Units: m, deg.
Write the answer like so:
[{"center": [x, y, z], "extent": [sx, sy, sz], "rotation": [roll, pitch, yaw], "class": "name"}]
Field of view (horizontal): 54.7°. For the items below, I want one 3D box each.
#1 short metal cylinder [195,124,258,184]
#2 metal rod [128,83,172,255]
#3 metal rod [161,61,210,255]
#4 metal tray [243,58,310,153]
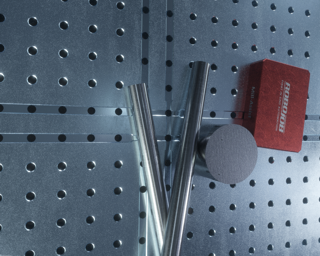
[{"center": [0.087, 0.034, 0.431], "extent": [0.081, 0.050, 0.079], "rotation": [0, 90, -20], "class": "short metal cylinder"}, {"center": [-0.003, 0.090, 0.411], "extent": [0.025, 0.025, 0.298], "rotation": [-12, 94, -20], "class": "metal rod"}, {"center": [0.032, 0.056, 0.406], "extent": [0.025, 0.025, 0.299], "rotation": [14, 79, -20], "class": "metal rod"}, {"center": [0.178, -0.032, 0.476], "extent": [0.091, 0.030, 0.129], "rotation": [9, 87, -20], "class": "metal tray"}]
